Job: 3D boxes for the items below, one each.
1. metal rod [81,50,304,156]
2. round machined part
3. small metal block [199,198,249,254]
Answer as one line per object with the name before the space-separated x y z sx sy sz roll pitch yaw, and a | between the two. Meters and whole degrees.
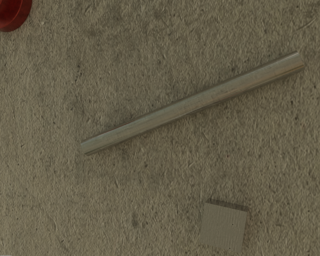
metal rod | 0.027 -0.024 0.399 0.300 0.025 0.025 -22 83 18
round machined part | -0.257 -0.206 0.491 0.098 0.042 0.097 0 90 20
small metal block | 0.079 0.119 0.381 0.050 0.025 0.050 9 93 19
